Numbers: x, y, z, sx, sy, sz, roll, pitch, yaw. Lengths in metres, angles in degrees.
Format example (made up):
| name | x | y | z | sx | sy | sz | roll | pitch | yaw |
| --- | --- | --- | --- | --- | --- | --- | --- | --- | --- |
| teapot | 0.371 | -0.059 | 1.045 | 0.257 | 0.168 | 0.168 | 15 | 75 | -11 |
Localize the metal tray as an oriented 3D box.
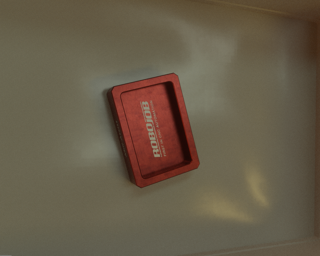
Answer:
| name | x | y | z | sx | sy | sz | roll | pitch | yaw |
| --- | --- | --- | --- | --- | --- | --- | --- | --- | --- |
| metal tray | -0.008 | 0.002 | 0.404 | 0.091 | 0.030 | 0.129 | -16 | 96 | -19 |
